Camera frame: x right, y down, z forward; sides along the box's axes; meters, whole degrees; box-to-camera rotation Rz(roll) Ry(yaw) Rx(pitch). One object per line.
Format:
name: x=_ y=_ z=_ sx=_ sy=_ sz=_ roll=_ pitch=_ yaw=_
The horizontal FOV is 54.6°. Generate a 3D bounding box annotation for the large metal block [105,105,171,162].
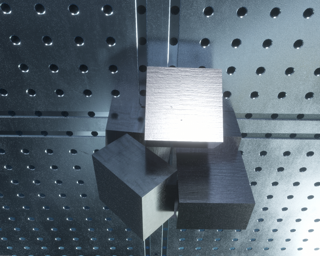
large metal block: x=-0.029 y=0.020 z=0.412 sx=0.080 sy=0.050 sz=0.080 roll=5 pitch=130 yaw=-5

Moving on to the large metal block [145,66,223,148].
large metal block: x=0.025 y=-0.021 z=0.348 sx=0.080 sy=0.080 sz=0.050 roll=2 pitch=168 yaw=-2

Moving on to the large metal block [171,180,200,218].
large metal block: x=0.016 y=0.097 z=0.451 sx=0.080 sy=0.050 sz=0.080 roll=2 pitch=175 yaw=-1

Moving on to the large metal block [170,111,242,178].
large metal block: x=0.056 y=0.023 z=0.415 sx=0.080 sy=0.050 sz=0.080 roll=2 pitch=130 yaw=-2

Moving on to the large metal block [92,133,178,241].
large metal block: x=-0.029 y=0.066 z=0.355 sx=0.080 sy=0.050 sz=0.080 roll=33 pitch=140 yaw=32

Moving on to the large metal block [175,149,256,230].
large metal block: x=0.059 y=0.072 z=0.371 sx=0.080 sy=0.080 sz=0.050 roll=1 pitch=130 yaw=-1
